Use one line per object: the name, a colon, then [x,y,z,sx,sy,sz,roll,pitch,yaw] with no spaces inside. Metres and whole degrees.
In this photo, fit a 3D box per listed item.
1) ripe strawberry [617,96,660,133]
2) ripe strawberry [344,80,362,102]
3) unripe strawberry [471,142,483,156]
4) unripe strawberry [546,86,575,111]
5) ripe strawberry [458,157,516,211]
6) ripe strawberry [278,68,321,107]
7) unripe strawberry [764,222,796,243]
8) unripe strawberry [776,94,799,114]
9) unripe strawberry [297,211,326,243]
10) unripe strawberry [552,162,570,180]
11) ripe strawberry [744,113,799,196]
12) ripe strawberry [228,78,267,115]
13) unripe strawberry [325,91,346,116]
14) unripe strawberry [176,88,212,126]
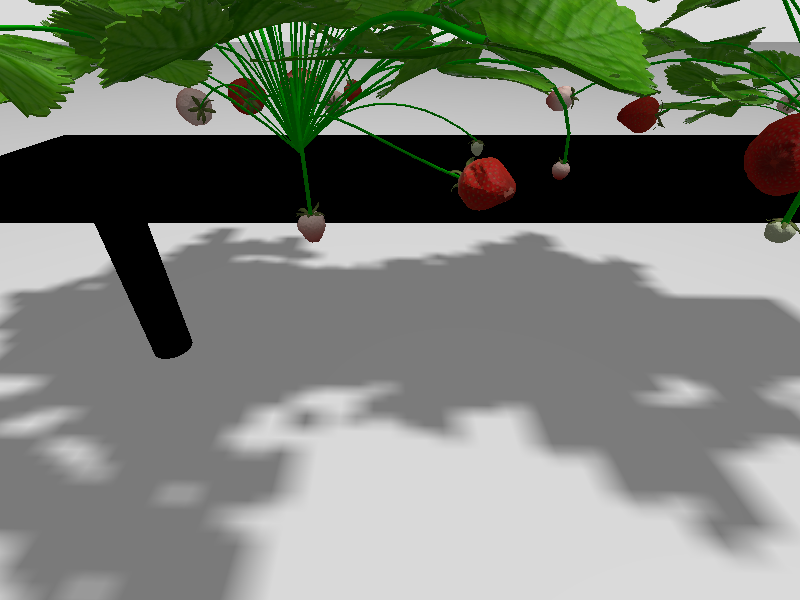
ripe strawberry: [0.234,-0.183,0.395,0.035,0.034,0.032,16,37,27]
ripe strawberry: [-0.063,-0.280,0.541,0.024,0.028,0.027,3,-14,4]
unripe strawberry: [0.063,-0.124,0.326,0.010,0.012,0.012,-8,33,10]
unripe strawberry: [0.194,-0.244,0.487,0.032,0.027,0.032,-27,30,-34]
ripe strawberry: [0.048,-0.063,0.220,0.029,0.029,0.032,30,44,35]
ripe strawberry: [-0.124,-0.262,0.497,0.052,0.045,0.052,-6,34,-9]
unripe strawberry: [0.174,-0.031,0.184,0.010,0.010,0.011,-28,43,-35]
unripe strawberry: [0.471,-0.238,0.486,0.021,0.022,0.022,18,30,24]
unripe strawberry: [-0.041,-0.034,0.186,0.013,0.014,0.015,-8,35,-12]
unripe strawberry: [0.107,-0.085,0.266,0.011,0.011,0.011,14,37,19]
ripe strawberry: [0.230,-0.086,0.239,0.044,0.046,0.040,-24,41,-30]
ripe strawberry: [-0.180,-0.239,0.470,0.043,0.039,0.039,-17,37,-23]
unripe strawberry: [-0.075,-0.231,0.471,0.026,0.028,0.028,2,34,3]
unripe strawberry: [-0.221,-0.206,0.426,0.038,0.037,0.035,26,42,33]
